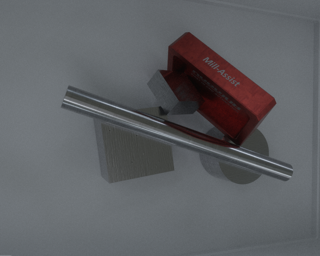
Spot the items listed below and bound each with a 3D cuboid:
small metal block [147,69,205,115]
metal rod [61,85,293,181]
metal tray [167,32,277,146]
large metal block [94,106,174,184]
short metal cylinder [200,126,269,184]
[{"bbox_3d":[0.020,-0.044,0.382,0.050,0.025,0.050,-5,56,-47],"label":"small metal block"},{"bbox_3d":[0.036,0.014,0.369,0.302,0.025,0.025,19,84,-20],"label":"metal rod"},{"bbox_3d":[0.065,-0.044,0.373,0.130,0.090,0.030,43,74,15],"label":"metal tray"},{"bbox_3d":[-0.034,0.018,0.385,0.081,0.050,0.079,-8,93,-20],"label":"large metal block"},{"bbox_3d":[0.104,0.035,0.436,0.081,0.050,0.079,0,90,-21],"label":"short metal cylinder"}]
